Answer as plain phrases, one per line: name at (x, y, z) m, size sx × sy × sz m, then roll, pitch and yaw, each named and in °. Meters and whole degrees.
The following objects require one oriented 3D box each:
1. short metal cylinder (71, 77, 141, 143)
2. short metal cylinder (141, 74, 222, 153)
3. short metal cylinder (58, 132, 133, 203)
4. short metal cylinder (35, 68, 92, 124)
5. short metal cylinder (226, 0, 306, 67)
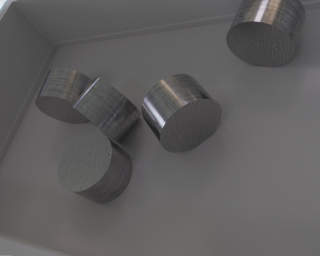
short metal cylinder at (-0.073, -0.024, 0.423) m, size 0.080 × 0.080 × 0.050 m, roll 32°, pitch 80°, yaw 38°
short metal cylinder at (0.025, -0.017, 0.368) m, size 0.080 × 0.080 × 0.050 m, roll -37°, pitch 51°, yaw 3°
short metal cylinder at (-0.083, 0.052, 0.402) m, size 0.080 × 0.050 × 0.080 m, roll -13°, pitch 56°, yaw 21°
short metal cylinder at (-0.141, -0.048, 0.474) m, size 0.080 × 0.080 × 0.050 m, roll -3°, pitch 61°, yaw 27°
short metal cylinder at (0.128, -0.119, 0.376) m, size 0.080 × 0.080 × 0.050 m, roll 13°, pitch 68°, yaw 33°
